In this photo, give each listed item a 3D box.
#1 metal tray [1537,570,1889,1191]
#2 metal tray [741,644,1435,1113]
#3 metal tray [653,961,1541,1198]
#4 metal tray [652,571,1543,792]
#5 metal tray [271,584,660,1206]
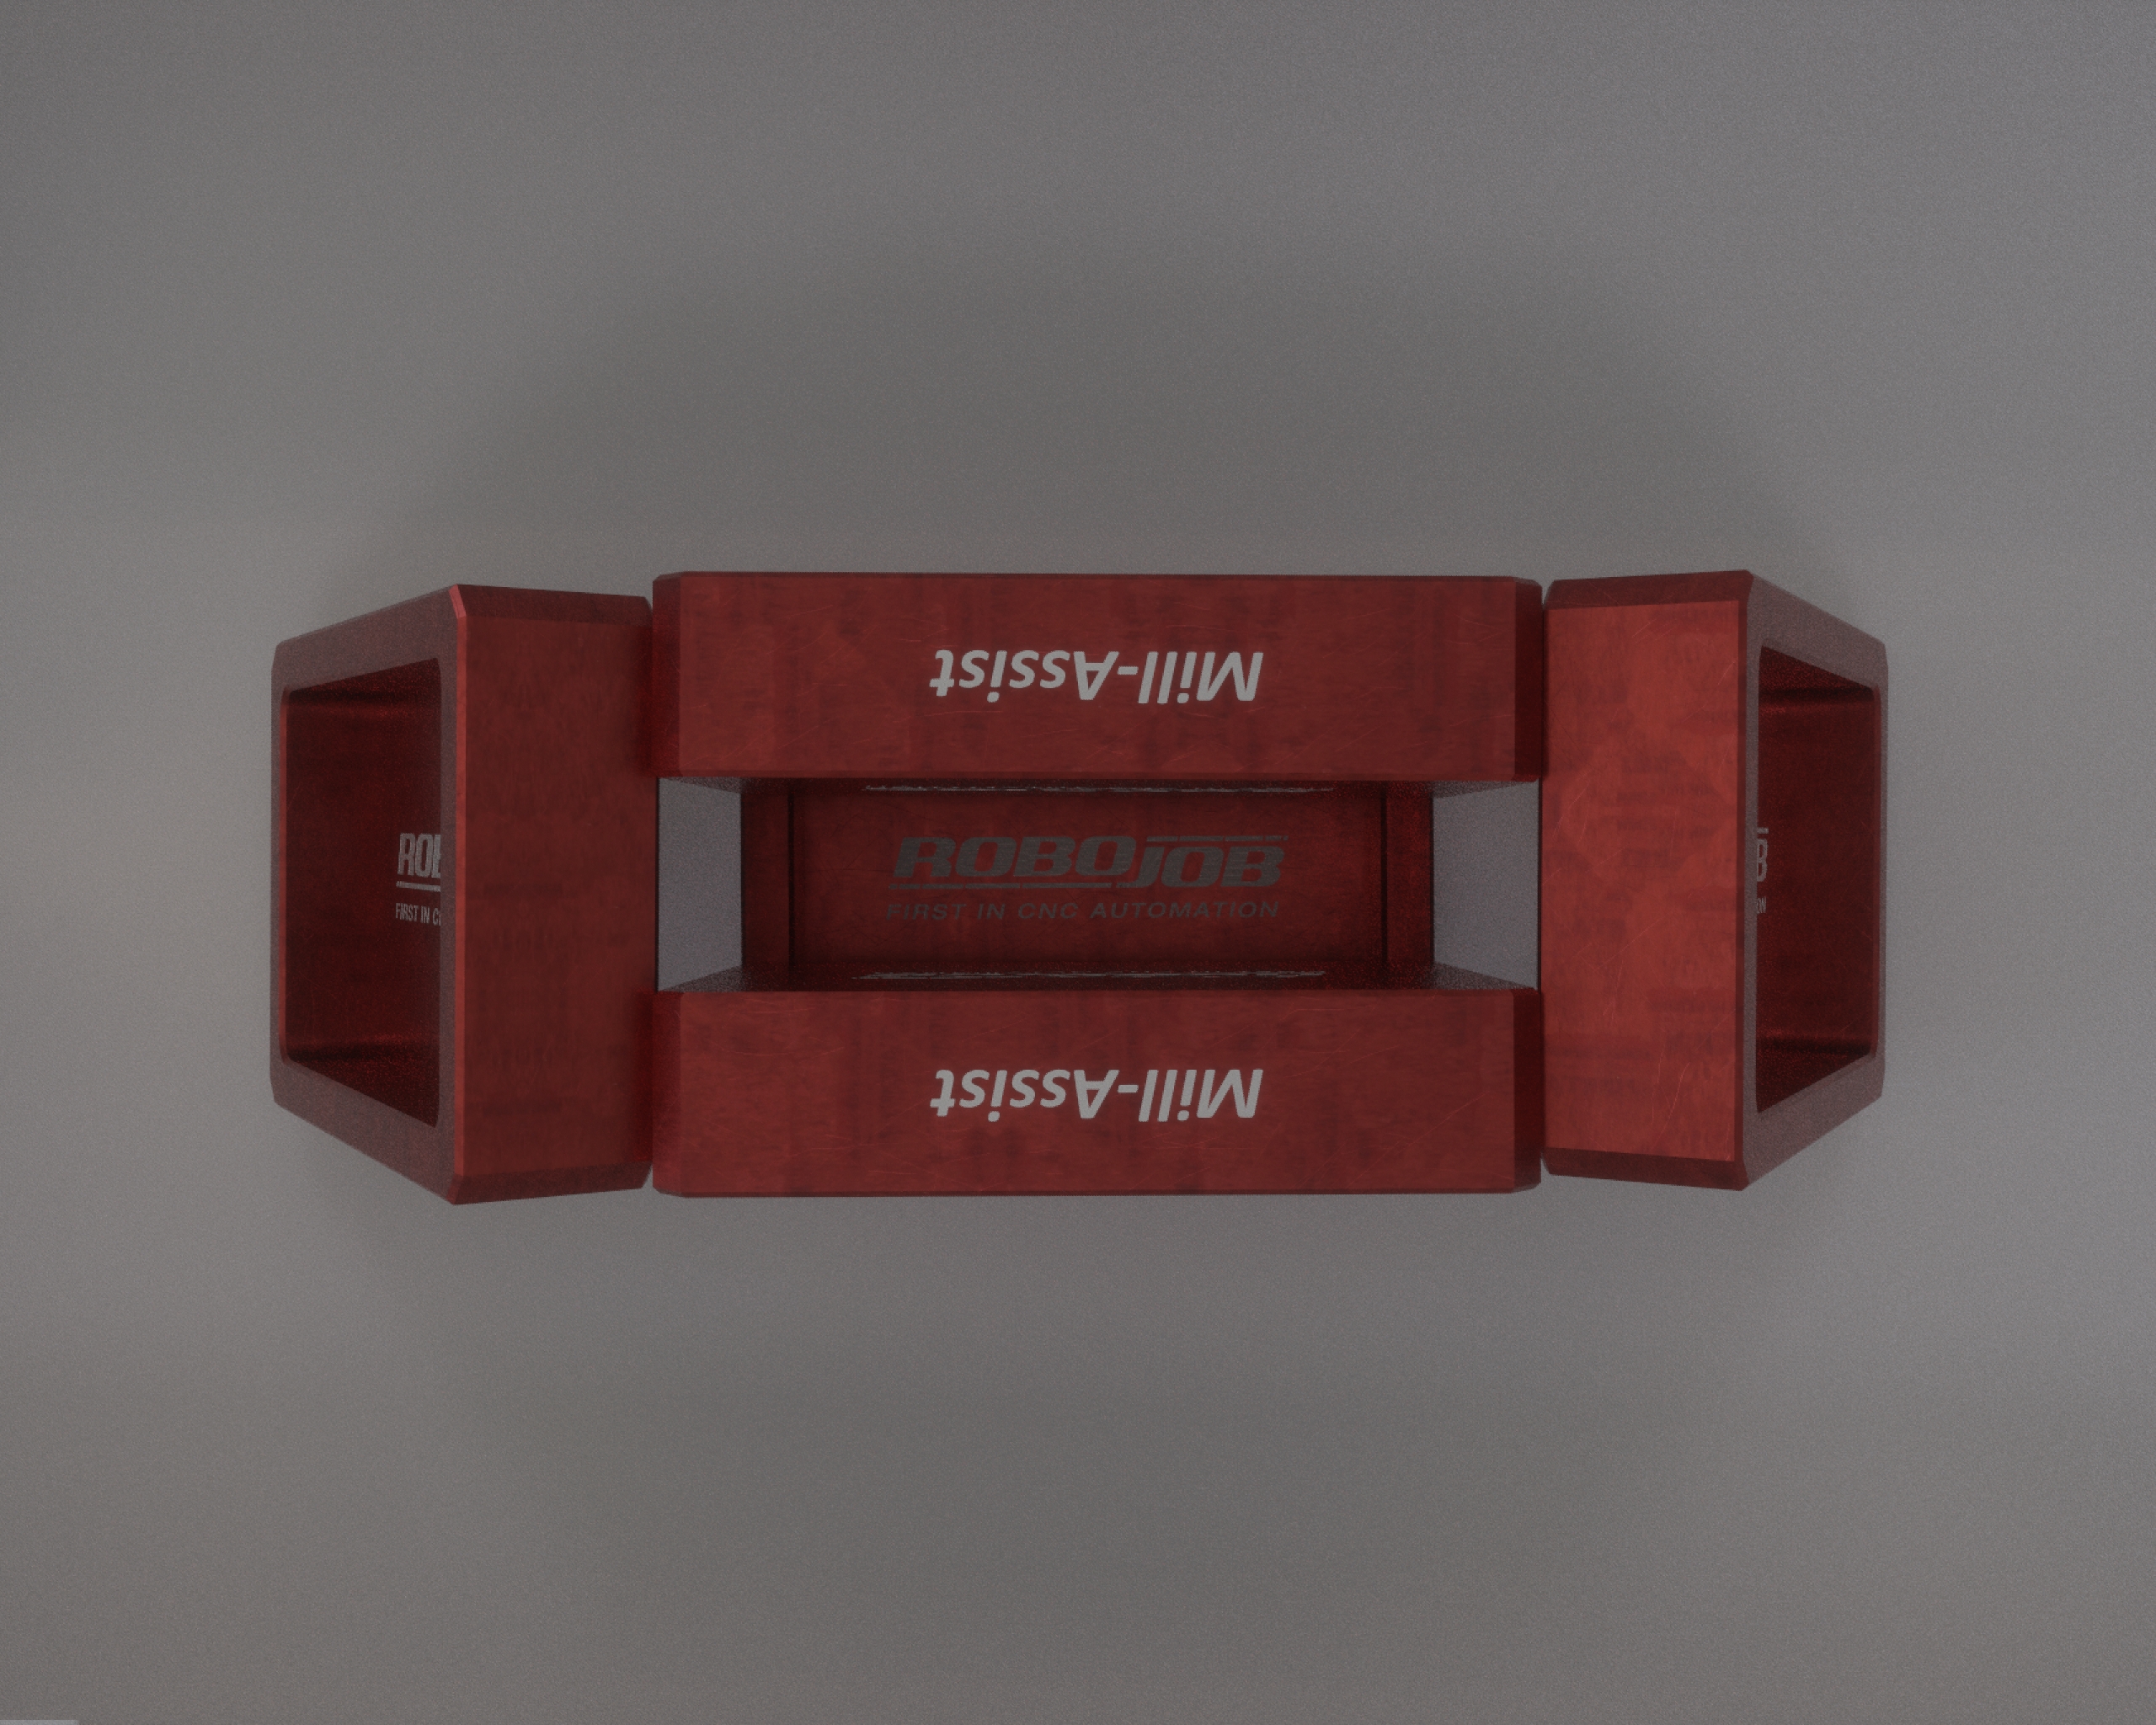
[{"bbox_3d":[0.113,0.002,0.359,0.030,0.131,0.089,1,91,30],"label":"metal tray"},{"bbox_3d":[0.002,0.003,0.407,0.131,0.030,0.089,0,90,-1],"label":"metal tray"},{"bbox_3d":[0.003,0.034,0.347,0.131,0.090,0.030,0,90,-1],"label":"metal tray"},{"bbox_3d":[0.003,-0.027,0.347,0.131,0.090,0.030,0,90,0],"label":"metal tray"},{"bbox_3d":[-0.110,0.003,0.358,0.030,0.130,0.089,0,91,-32],"label":"metal tray"}]
